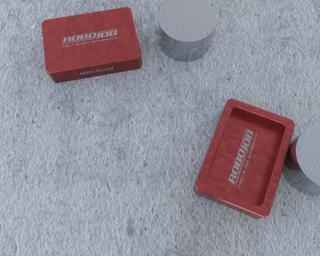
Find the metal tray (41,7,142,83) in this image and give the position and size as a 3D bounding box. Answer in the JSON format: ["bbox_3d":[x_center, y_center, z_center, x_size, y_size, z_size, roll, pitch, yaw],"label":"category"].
[{"bbox_3d":[-0.098,-0.121,0.449,0.131,0.030,0.090,-11,70,-4],"label":"metal tray"}]

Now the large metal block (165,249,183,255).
[{"bbox_3d":[0.015,0.174,0.315,0.050,0.080,0.080,24,72,8],"label":"large metal block"}]

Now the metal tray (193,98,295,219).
[{"bbox_3d":[0.107,0.036,0.392,0.090,0.030,0.130,21,71,7],"label":"metal tray"}]

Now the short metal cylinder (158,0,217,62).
[{"bbox_3d":[0.038,-0.143,0.447,0.081,0.050,0.080,0,70,0],"label":"short metal cylinder"}]

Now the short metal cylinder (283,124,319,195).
[{"bbox_3d":[0.198,0.040,0.382,0.081,0.050,0.080,0,70,0],"label":"short metal cylinder"}]
